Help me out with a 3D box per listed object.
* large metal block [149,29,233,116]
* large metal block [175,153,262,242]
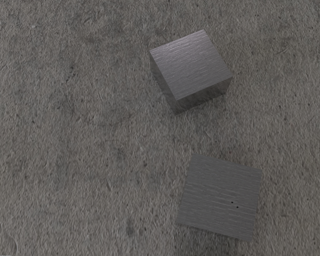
[{"bbox_3d":[0.040,-0.075,0.422,0.080,0.050,0.080,-24,72,-9],"label":"large metal block"},{"bbox_3d":[0.067,0.082,0.365,0.080,0.050,0.080,14,71,5],"label":"large metal block"}]
